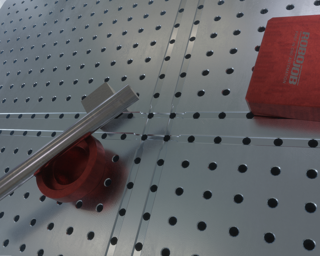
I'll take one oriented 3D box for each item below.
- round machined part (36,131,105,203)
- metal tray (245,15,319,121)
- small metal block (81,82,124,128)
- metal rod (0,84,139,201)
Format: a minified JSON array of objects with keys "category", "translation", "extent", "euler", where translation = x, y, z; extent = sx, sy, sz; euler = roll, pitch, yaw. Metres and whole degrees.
[{"category":"round machined part","translation":[-0.116,0.055,0.425],"extent":[0.098,0.042,0.098],"euler":[-13,56,21]},{"category":"metal tray","translation":[0.163,-0.074,0.366],"extent":[0.090,0.030,0.130],"euler":[8,66,31]},{"category":"small metal block","translation":[-0.087,-0.035,0.476],"extent":[0.050,0.025,0.050],"euler":[-38,51,3]},{"category":"metal rod","translation":[-0.155,0.040,0.411],"extent":[0.300,0.025,0.025],"euler":[-36,51,4]}]
